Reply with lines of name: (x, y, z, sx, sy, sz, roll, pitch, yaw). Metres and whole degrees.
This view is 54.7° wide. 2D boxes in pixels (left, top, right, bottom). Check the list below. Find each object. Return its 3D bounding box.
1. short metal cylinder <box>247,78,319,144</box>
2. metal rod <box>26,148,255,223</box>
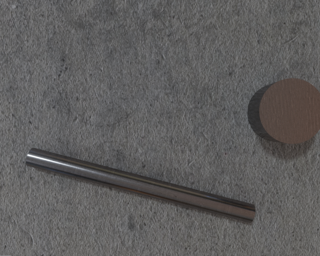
short metal cylinder: (0.160, -0.021, 0.400, 0.081, 0.050, 0.079, 0, 90, -1)
metal rod: (-0.024, 0.076, 0.409, 0.302, 0.025, 0.025, 15, 90, -1)
